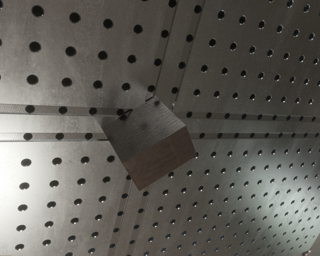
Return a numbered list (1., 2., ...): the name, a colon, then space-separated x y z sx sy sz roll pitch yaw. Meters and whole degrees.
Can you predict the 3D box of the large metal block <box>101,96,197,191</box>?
1. large metal block: -0.015 0.016 0.379 0.080 0.080 0.050 -31 129 -9
